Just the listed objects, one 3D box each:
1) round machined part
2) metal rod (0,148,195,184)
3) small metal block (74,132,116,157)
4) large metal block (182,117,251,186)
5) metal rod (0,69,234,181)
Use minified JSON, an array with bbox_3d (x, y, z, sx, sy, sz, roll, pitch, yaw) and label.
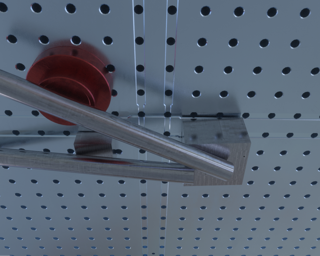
[{"bbox_3d":[-0.107,-0.041,0.363,0.099,0.042,0.097,-1,130,0],"label":"round machined part"},{"bbox_3d":[-0.105,0.049,0.415,0.301,0.025,0.025,4,131,10],"label":"metal rod"},{"bbox_3d":[-0.090,0.032,0.438,0.050,0.025,0.050,0,130,0],"label":"small metal block"},{"bbox_3d":[0.072,0.033,0.421,0.081,0.050,0.079,-2,130,1],"label":"large metal block"},{"bbox_3d":[-0.050,-0.001,0.347,0.302,0.025,0.025,22,127,-15],"label":"metal rod"}]
